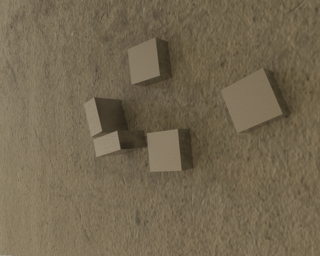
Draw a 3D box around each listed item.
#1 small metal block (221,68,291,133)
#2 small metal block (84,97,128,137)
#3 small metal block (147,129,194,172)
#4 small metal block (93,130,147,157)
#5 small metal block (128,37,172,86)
[{"bbox_3d":[0.099,-0.027,0.322,0.050,0.025,0.050,-28,73,36],"label":"small metal block"},{"bbox_3d":[-0.078,-0.015,0.450,0.025,0.050,0.050,-25,74,37],"label":"small metal block"},{"bbox_3d":[0.012,0.029,0.393,0.050,0.025,0.050,-9,85,39],"label":"small metal block"},{"bbox_3d":[-0.055,0.022,0.432,0.050,0.050,0.025,-19,78,38],"label":"small metal block"},{"bbox_3d":[-0.014,-0.087,0.415,0.050,0.025,0.050,-11,83,39],"label":"small metal block"}]
